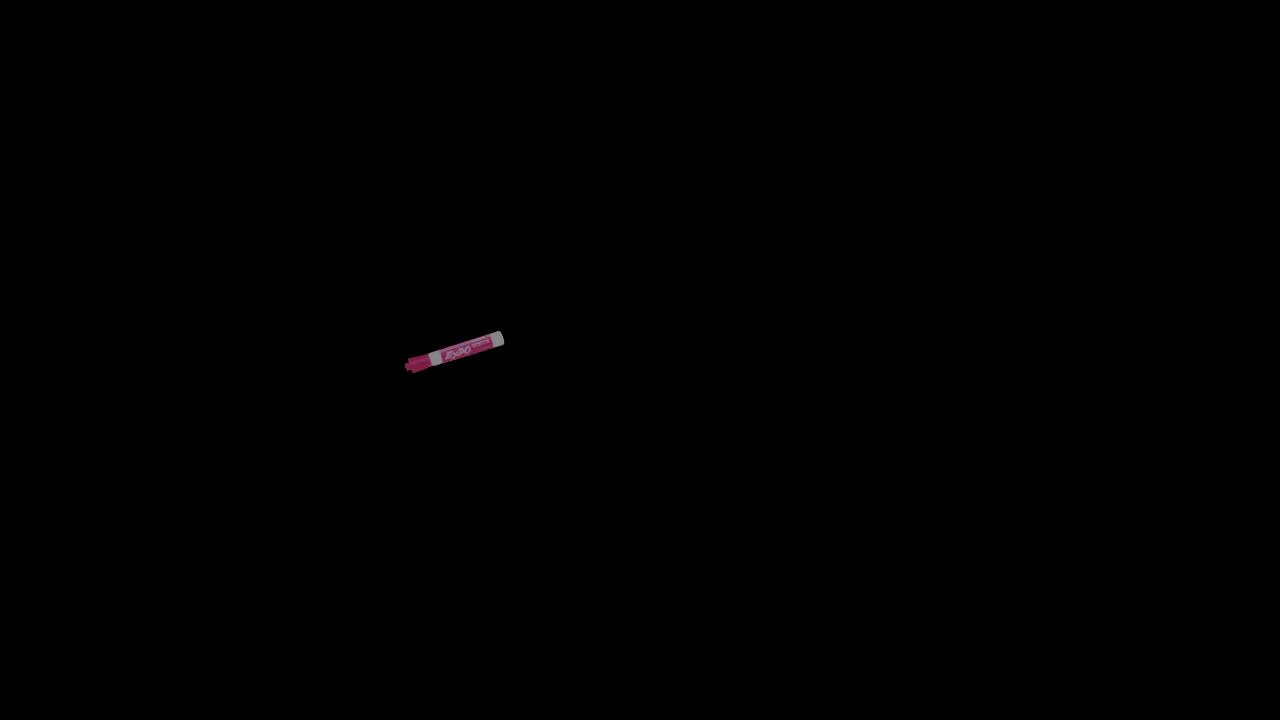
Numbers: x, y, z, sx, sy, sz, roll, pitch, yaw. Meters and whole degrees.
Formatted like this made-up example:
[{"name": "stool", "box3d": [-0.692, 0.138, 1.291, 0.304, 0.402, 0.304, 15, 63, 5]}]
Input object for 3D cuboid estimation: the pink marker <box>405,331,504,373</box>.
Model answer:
[{"name": "pink marker", "box3d": [-0.228, -0.010, 0.758, 0.121, 0.020, 0.020, -20, 9, -25]}]
